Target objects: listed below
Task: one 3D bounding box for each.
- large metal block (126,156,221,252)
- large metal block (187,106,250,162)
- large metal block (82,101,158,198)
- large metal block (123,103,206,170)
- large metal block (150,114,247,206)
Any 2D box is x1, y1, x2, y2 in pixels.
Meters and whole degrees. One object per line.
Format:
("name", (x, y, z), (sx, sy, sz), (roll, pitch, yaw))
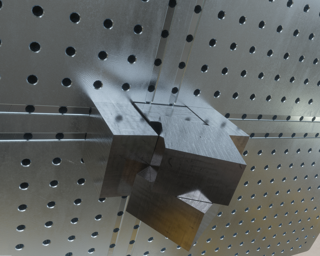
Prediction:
("large metal block", (0.022, 0.077, 0.350), (0.080, 0.080, 0.050), (-24, 136, -57))
("large metal block", (0.065, 0.025, 0.428), (0.050, 0.080, 0.079), (4, 117, -31))
("large metal block", (-0.051, 0.023, 0.363), (0.050, 0.080, 0.079), (2, 118, -30))
("large metal block", (0.003, 0.017, 0.406), (0.081, 0.050, 0.079), (3, 117, -30))
("large metal block", (0.035, 0.032, 0.333), (0.081, 0.080, 0.050), (13, 113, -10))
